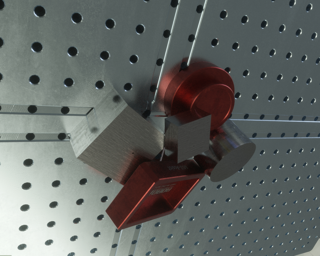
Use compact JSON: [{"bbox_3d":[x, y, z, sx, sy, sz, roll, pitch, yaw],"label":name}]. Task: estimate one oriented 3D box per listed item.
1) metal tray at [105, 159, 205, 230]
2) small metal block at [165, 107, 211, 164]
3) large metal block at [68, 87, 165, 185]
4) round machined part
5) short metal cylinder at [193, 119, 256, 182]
[{"bbox_3d":[-0.001,0.087,0.424,0.090,0.030,0.131,-54,151,19],"label":"metal tray"},{"bbox_3d":[0.033,0.008,0.374,0.050,0.025,0.050,-20,124,-31],"label":"small metal block"},{"bbox_3d":[-0.049,0.012,0.376,0.080,0.050,0.080,-46,129,4],"label":"large metal block"},{"bbox_3d":[0.059,-0.034,0.411,0.099,0.042,0.097,-14,124,-21],"label":"round machined part"},{"bbox_3d":[0.091,0.033,0.450,0.081,0.050,0.080,-25,145,-19],"label":"short metal cylinder"}]
